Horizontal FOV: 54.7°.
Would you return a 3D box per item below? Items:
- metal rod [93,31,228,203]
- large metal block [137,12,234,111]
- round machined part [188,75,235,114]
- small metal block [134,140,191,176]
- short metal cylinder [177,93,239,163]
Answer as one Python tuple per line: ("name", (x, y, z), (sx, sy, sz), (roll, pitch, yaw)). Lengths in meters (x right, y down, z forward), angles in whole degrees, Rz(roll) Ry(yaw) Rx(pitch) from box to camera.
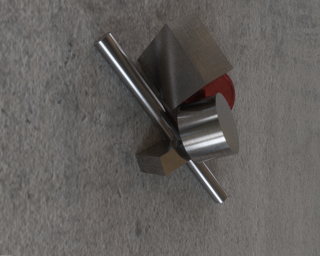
("metal rod", (0.015, 0.003, 0.421), (0.025, 0.025, 0.300), (-53, 121, -27))
("large metal block", (0.028, -0.079, 0.382), (0.050, 0.080, 0.080), (-33, 89, -34))
("round machined part", (0.074, -0.049, 0.459), (0.099, 0.042, 0.097), (0, 90, -40))
("small metal block", (0.005, 0.036, 0.397), (0.050, 0.050, 0.025), (-27, 107, -38))
("short metal cylinder", (0.063, 0.000, 0.397), (0.080, 0.050, 0.080), (43, 39, -47))
